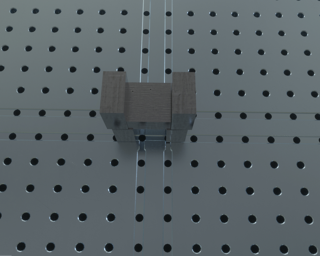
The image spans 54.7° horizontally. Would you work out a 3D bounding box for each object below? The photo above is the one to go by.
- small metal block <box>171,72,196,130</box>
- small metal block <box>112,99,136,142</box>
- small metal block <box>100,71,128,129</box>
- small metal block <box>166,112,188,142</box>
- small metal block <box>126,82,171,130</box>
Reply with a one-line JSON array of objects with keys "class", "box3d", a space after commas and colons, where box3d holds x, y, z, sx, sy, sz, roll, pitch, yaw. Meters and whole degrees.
[{"class": "small metal block", "box3d": [0.026, -0.030, 0.355, 0.025, 0.050, 0.050, 1, 70, 0]}, {"class": "small metal block", "box3d": [-0.045, -0.013, 0.402, 0.025, 0.050, 0.050, 1, 70, 0]}, {"class": "small metal block", "box3d": [-0.050, -0.030, 0.355, 0.025, 0.050, 0.050, 1, 70, 0]}, {"class": "small metal block", "box3d": [0.020, -0.013, 0.403, 0.025, 0.050, 0.050, -1, 70, -1]}, {"class": "small metal block", "box3d": [-0.013, -0.026, 0.369, 0.050, 0.025, 0.050, 1, 70, 0]}]
